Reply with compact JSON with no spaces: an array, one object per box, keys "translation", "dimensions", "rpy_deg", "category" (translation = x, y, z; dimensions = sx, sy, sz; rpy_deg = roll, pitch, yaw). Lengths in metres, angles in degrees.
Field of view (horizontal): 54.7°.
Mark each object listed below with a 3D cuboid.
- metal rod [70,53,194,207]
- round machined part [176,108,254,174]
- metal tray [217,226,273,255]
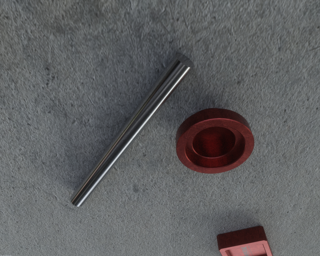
[{"translation":[-0.053,0.021,0.424],"dimensions":[0.025,0.025,0.298],"rpy_deg":[26,125,-21],"category":"metal rod"},{"translation":[0.070,0.013,0.408],"dimensions":[0.099,0.042,0.097],"rpy_deg":[-1,130,0],"category":"round machined part"},{"translation":[0.175,0.250,0.619],"dimensions":[0.090,0.030,0.130],"rpy_deg":[-18,128,14],"category":"metal tray"}]
